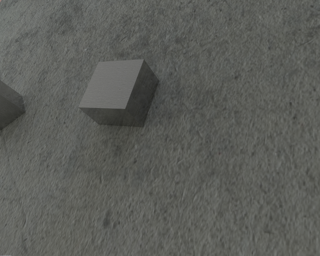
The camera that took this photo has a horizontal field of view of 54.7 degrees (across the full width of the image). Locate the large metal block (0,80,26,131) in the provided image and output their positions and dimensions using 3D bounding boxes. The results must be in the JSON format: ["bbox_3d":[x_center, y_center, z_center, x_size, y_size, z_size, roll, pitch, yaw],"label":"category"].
[{"bbox_3d":[-0.304,-0.041,0.550,0.080,0.080,0.050,-36,52,4],"label":"large metal block"}]

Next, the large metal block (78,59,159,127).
[{"bbox_3d":[-0.058,-0.050,0.447,0.080,0.050,0.080,4,63,29],"label":"large metal block"}]
